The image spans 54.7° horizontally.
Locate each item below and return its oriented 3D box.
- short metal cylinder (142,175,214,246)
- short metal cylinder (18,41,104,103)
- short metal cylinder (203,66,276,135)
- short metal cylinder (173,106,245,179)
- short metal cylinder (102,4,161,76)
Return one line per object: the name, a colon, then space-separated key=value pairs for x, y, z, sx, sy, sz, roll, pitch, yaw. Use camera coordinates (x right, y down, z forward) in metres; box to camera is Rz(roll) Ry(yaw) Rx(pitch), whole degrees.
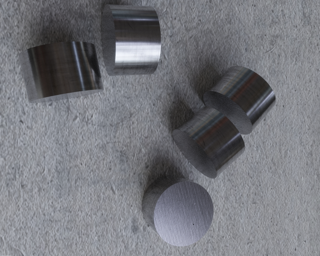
short metal cylinder: x=0.022 y=0.105 z=0.404 sx=0.081 sy=0.050 sz=0.080 roll=0 pitch=90 yaw=-20
short metal cylinder: x=-0.107 y=-0.059 z=0.340 sx=0.081 sy=0.080 sz=0.050 roll=-12 pitch=95 yaw=-20
short metal cylinder: x=0.106 y=-0.037 z=0.419 sx=0.050 sy=0.080 sz=0.080 roll=-46 pitch=105 yaw=-14
short metal cylinder: x=0.062 y=0.019 z=0.403 sx=0.050 sy=0.080 sz=0.080 roll=-39 pitch=103 yaw=-16
short metal cylinder: x=-0.037 y=-0.103 z=0.366 sx=0.050 sy=0.080 sz=0.079 roll=-6 pitch=92 yaw=-20
